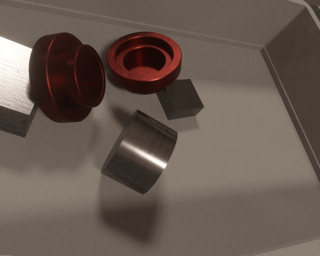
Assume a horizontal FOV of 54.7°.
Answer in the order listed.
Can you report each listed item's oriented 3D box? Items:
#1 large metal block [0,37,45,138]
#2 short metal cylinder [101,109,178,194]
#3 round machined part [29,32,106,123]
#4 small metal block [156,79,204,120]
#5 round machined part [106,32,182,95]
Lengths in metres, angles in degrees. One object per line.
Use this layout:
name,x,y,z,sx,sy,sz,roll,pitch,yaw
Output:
large metal block,-0.168,-0.046,0.328,0.080,0.050,0.080,20,54,-17
short metal cylinder,-0.023,0.026,0.343,0.050,0.080,0.080,30,52,-10
round machined part,-0.094,-0.055,0.341,0.042,0.098,0.098,-3,54,16
small metal block,0.028,-0.042,0.448,0.050,0.025,0.050,-10,67,-33
round machined part,-0.020,-0.084,0.421,0.099,0.042,0.098,0,54,0
